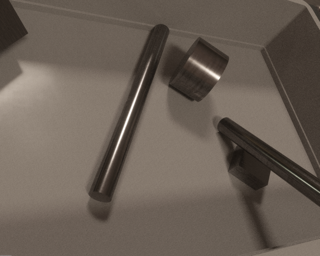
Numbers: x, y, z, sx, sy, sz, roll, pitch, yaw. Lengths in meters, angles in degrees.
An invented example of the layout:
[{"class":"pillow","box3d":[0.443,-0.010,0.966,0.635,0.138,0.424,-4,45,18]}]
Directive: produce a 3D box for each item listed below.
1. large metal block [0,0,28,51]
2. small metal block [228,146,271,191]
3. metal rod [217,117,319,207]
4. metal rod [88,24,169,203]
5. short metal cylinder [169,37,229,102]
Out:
[{"class":"large metal block","box3d":[-0.204,-0.116,0.324,0.080,0.050,0.080,-57,139,-39]},{"class":"small metal block","box3d":[0.131,0.053,0.446,0.050,0.025,0.050,34,51,-6]},{"class":"metal rod","box3d":[0.168,0.064,0.355,0.025,0.025,0.300,-4,30,-31]},{"class":"metal rod","box3d":[-0.030,-0.043,0.416,0.025,0.025,0.300,26,52,-13]},{"class":"short metal cylinder","box3d":[0.056,-0.085,0.455,0.050,0.080,0.080,32,51,-8]}]
